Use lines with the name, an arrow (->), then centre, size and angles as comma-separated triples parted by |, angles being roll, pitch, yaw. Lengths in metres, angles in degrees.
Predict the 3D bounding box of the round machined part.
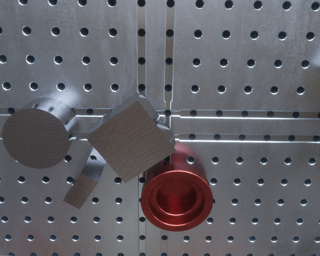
round machined part -> 0.023, 0.094, 0.439 | 0.099, 0.042, 0.097 | 0, 110, -1

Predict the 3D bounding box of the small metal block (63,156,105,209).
small metal block -> -0.103, 0.074, 0.426 | 0.025, 0.050, 0.050 | 32, 107, -12

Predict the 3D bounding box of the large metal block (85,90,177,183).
large metal block -> -0.035, 0.011, 0.404 | 0.080, 0.050, 0.080 | -34, 107, 11

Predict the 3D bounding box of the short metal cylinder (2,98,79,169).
short metal cylinder -> -0.151, 0.005, 0.400 | 0.081, 0.050, 0.079 | 0, 110, -1
